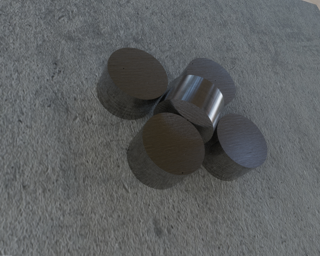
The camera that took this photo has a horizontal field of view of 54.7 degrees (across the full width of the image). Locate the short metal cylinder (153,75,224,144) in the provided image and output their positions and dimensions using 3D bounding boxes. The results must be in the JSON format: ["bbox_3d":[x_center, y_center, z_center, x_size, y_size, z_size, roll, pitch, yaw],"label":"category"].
[{"bbox_3d":[0.038,-0.022,0.406,0.080,0.080,0.050,34,51,-6],"label":"short metal cylinder"}]

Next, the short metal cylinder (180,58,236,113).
[{"bbox_3d":[0.063,-0.056,0.457,0.081,0.050,0.080,14,56,-21],"label":"short metal cylinder"}]

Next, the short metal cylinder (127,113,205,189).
[{"bbox_3d":[0.007,0.028,0.376,0.081,0.050,0.080,14,56,-21],"label":"short metal cylinder"}]

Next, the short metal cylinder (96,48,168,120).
[{"bbox_3d":[-0.037,-0.057,0.404,0.081,0.050,0.080,14,56,-21],"label":"short metal cylinder"}]

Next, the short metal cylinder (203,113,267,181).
[{"bbox_3d":[0.099,0.027,0.427,0.081,0.050,0.080,14,56,-21],"label":"short metal cylinder"}]
